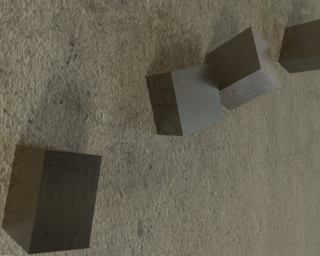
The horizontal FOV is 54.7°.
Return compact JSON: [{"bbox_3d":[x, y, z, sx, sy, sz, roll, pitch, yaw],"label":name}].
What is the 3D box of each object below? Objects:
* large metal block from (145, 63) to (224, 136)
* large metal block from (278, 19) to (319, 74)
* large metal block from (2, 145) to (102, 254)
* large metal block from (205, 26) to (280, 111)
[{"bbox_3d":[0.035,-0.039,0.417,0.081,0.050,0.080,-19,103,-38],"label":"large metal block"},{"bbox_3d":[0.291,-0.160,0.612,0.050,0.080,0.080,28,73,-37],"label":"large metal block"},{"bbox_3d":[-0.101,0.060,0.284,0.050,0.080,0.080,12,83,-40],"label":"large metal block"},{"bbox_3d":[0.116,-0.084,0.449,0.050,0.080,0.080,28,48,-37],"label":"large metal block"}]
